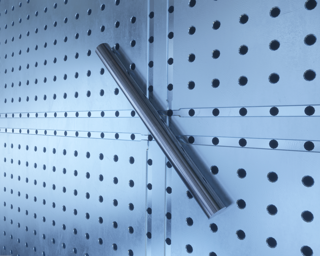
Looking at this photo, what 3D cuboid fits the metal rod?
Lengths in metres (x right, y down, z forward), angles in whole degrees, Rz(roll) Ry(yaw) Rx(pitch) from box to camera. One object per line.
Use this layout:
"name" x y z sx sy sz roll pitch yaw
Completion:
"metal rod" -0.012 -0.012 0.421 0.025 0.025 0.299 -50 61 28
